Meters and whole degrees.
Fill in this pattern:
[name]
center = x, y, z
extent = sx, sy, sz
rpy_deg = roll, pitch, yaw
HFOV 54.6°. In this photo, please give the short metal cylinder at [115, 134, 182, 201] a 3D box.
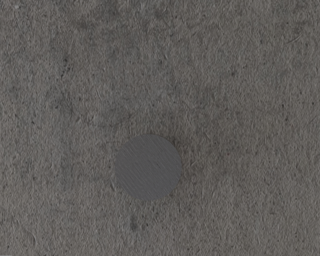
[short metal cylinder]
center = -0.014, 0.047, 0.397
extent = 0.080, 0.050, 0.080
rpy_deg = 0, 90, 0
